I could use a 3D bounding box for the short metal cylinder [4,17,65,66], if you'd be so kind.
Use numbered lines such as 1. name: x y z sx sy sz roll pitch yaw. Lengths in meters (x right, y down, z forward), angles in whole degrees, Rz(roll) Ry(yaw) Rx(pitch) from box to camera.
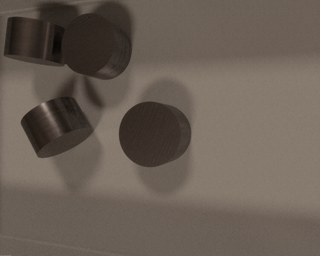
1. short metal cylinder: -0.175 -0.120 0.441 0.080 0.080 0.050 9 93 19

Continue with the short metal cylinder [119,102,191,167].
1. short metal cylinder: -0.005 0.008 0.398 0.080 0.050 0.079 0 90 19

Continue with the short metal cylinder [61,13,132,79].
1. short metal cylinder: -0.086 -0.110 0.426 0.080 0.050 0.079 0 90 19

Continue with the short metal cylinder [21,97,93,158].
1. short metal cylinder: -0.142 0.000 0.430 0.080 0.080 0.050 -34 79 16
